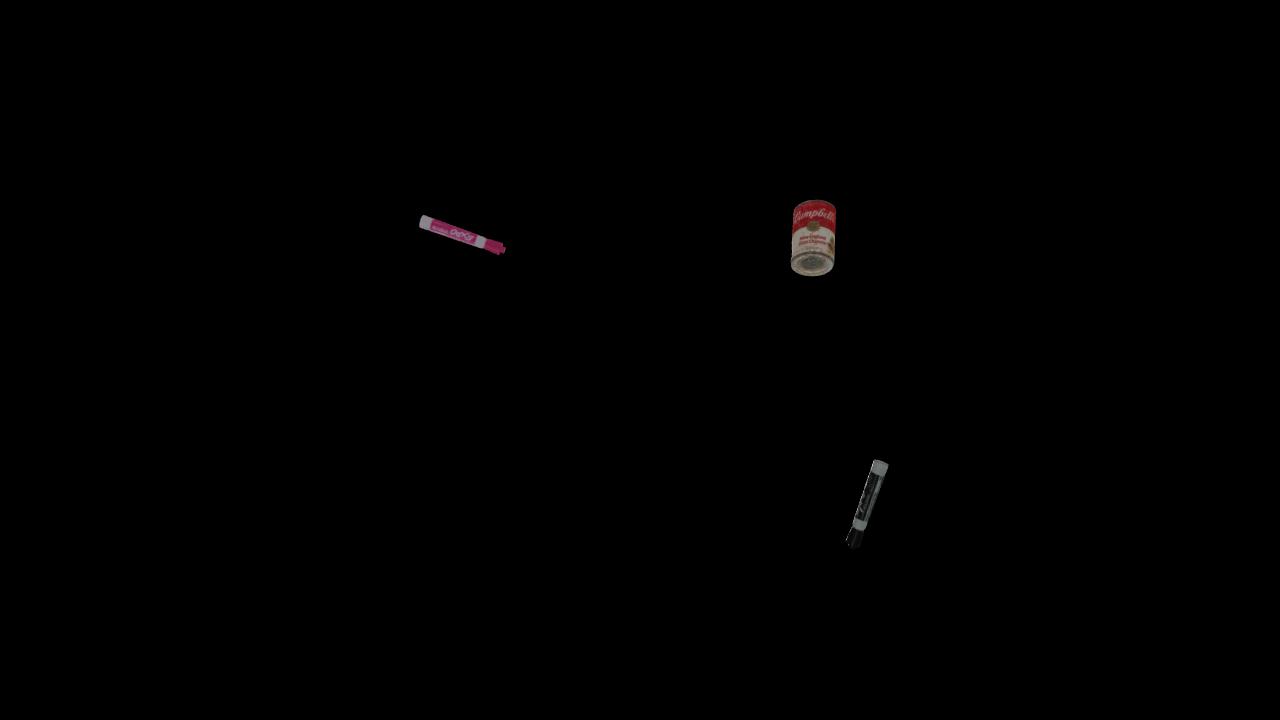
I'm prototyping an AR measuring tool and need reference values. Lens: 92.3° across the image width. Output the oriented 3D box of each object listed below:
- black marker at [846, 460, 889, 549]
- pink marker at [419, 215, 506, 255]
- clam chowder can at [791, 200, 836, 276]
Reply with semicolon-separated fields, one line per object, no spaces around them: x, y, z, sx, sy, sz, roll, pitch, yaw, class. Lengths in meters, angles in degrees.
0.292;0.188;0.793;0.020;0.121;0.020;15;9;-2;black marker
-0.251;-0.177;0.876;0.121;0.020;0.020;18;-3;-10;pink marker
0.275;-0.193;0.978;0.068;0.102;0.068;8;-22;3;clam chowder can
